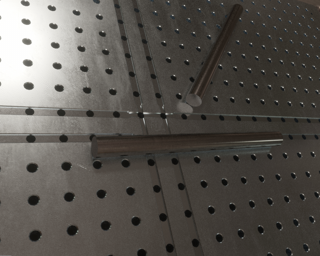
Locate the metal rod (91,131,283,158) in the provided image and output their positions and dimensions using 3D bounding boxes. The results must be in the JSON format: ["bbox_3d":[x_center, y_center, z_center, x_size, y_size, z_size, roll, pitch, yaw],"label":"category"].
[{"bbox_3d":[0.057,0.020,0.428,0.303,0.025,0.025,-1,62,-29],"label":"metal rod"}]

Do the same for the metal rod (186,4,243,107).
[{"bbox_3d":[0.106,-0.145,0.555,0.025,0.025,0.301,34,51,-7],"label":"metal rod"}]
